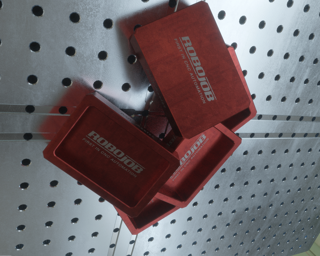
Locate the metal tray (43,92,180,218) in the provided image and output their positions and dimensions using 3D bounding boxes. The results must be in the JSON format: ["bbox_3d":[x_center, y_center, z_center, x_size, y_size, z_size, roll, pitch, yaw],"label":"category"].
[{"bbox_3d":[-0.054,0.031,0.359,0.130,0.030,0.090,37,98,-9],"label":"metal tray"}]

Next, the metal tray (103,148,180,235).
[{"bbox_3d":[-0.026,0.090,0.451,0.090,0.030,0.129,-29,129,-10],"label":"metal tray"}]

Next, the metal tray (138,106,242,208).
[{"bbox_3d":[0.039,0.041,0.418,0.090,0.030,0.130,33,100,-39],"label":"metal tray"}]

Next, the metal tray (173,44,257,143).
[{"bbox_3d":[0.075,-0.041,0.425,0.090,0.030,0.130,-37,130,-4],"label":"metal tray"}]

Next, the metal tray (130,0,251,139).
[{"bbox_3d":[0.035,-0.064,0.350,0.091,0.030,0.129,-27,98,-12],"label":"metal tray"}]
